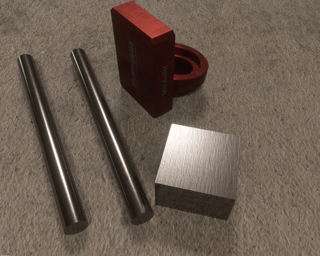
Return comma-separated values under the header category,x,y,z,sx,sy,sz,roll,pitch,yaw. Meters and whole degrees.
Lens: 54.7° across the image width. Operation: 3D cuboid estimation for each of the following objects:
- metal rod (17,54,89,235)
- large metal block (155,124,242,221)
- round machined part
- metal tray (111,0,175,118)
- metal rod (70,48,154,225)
category,x,y,z,sx,sy,sz,roll,pitch,yaw
metal rod,-0.149,-0.002,0.402,0.025,0.025,0.300,-20,53,-16
large metal block,0.043,0.048,0.347,0.080,0.050,0.080,11,51,8
round machined part,0.018,-0.083,0.456,0.099,0.042,0.098,6,44,-5
metal tray,-0.021,-0.086,0.407,0.030,0.129,0.090,-31,57,-23
metal rod,-0.075,-0.012,0.411,0.025,0.025,0.300,-17,52,-14
